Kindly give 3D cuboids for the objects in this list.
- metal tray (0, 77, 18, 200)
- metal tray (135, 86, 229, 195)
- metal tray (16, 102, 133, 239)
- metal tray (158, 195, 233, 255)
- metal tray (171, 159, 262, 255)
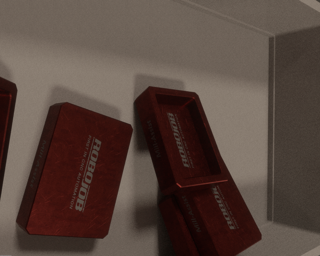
[{"bbox_3d":[-0.155,0.018,0.237,0.030,0.090,0.129,6,85,3],"label":"metal tray"},{"bbox_3d":[0.027,0.013,0.392,0.091,0.030,0.130,1,62,-40],"label":"metal tray"},{"bbox_3d":[-0.086,0.047,0.332,0.091,0.030,0.129,21,77,-38],"label":"metal tray"},{"bbox_3d":[0.069,0.130,0.437,0.131,0.030,0.090,-2,61,-40],"label":"metal tray"},{"bbox_3d":[0.072,0.103,0.415,0.091,0.030,0.130,-6,64,-42],"label":"metal tray"}]
